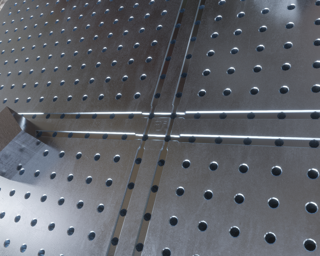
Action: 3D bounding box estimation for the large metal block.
[{"bbox_3d":[-0.250,0.024,0.511,0.080,0.050,0.080,-47,51,-5],"label":"large metal block"}]
